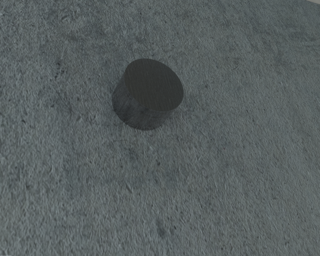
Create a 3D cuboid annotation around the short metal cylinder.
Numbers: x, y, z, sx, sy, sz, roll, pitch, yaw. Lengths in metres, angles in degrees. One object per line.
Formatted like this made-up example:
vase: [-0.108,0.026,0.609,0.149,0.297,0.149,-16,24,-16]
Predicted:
short metal cylinder: [-0.017,-0.043,0.405,0.081,0.050,0.080,13,56,-21]
